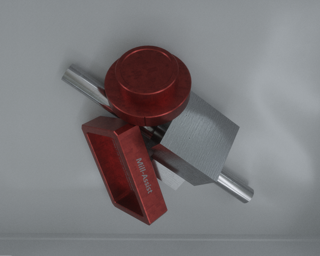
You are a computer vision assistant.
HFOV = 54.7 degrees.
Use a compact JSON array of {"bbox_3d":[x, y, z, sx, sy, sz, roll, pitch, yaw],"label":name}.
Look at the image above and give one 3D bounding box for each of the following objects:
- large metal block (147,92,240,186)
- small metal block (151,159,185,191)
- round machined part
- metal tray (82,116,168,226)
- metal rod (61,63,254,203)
[{"bbox_3d":[0.039,0.014,0.381,0.080,0.050,0.080,35,63,-12],"label":"large metal block"},{"bbox_3d":[0.008,0.049,0.414,0.050,0.050,0.025,36,106,-13],"label":"small metal block"},{"bbox_3d":[-0.014,-0.054,0.349,0.099,0.098,0.042,-2,151,0],"label":"round machined part"},{"bbox_3d":[-0.046,0.052,0.395,0.030,0.090,0.129,-31,113,-33],"label":"metal tray"},{"bbox_3d":[0.006,0.014,0.415,0.301,0.025,0.025,35,106,-13],"label":"metal rod"}]
